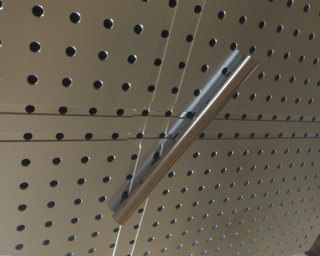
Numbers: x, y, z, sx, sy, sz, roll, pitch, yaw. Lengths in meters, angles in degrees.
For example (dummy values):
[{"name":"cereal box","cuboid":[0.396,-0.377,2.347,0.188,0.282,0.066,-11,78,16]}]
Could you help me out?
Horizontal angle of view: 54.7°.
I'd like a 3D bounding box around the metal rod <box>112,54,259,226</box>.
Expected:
[{"name":"metal rod","cuboid":[0.032,0.022,0.443,0.025,0.025,0.299,33,100,-39]}]
